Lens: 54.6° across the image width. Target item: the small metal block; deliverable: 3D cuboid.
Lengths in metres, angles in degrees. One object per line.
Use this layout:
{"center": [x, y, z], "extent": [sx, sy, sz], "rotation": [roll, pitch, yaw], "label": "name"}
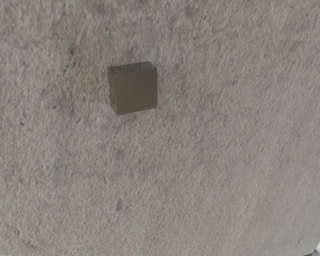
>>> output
{"center": [-0.031, -0.046, 0.360], "extent": [0.050, 0.025, 0.050], "rotation": [-13, 124, -21], "label": "small metal block"}
